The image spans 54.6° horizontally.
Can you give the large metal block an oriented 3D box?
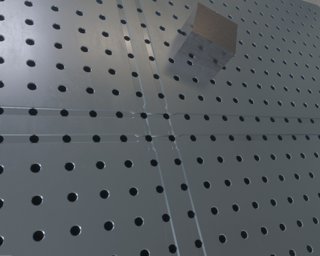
[{"bbox_3d":[0.083,-0.154,0.530,0.080,0.050,0.080,24,53,-14],"label":"large metal block"}]
